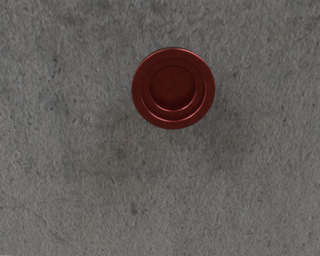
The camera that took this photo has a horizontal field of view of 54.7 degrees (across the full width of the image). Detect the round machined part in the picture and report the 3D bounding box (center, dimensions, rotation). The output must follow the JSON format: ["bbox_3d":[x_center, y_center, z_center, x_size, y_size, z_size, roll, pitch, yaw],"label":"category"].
[{"bbox_3d":[0.016,-0.051,0.382,0.099,0.042,0.097,0,110,-1],"label":"round machined part"}]
